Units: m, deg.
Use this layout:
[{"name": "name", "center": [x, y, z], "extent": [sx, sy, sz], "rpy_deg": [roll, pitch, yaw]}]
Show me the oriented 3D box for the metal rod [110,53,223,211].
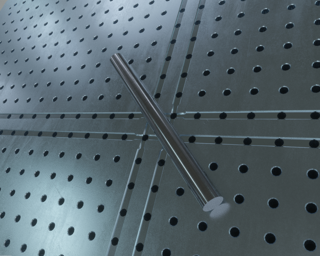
[{"name": "metal rod", "center": [-0.008, -0.016, 0.424], "extent": [0.025, 0.025, 0.300], "rpy_deg": [-37, 51, 4]}]
